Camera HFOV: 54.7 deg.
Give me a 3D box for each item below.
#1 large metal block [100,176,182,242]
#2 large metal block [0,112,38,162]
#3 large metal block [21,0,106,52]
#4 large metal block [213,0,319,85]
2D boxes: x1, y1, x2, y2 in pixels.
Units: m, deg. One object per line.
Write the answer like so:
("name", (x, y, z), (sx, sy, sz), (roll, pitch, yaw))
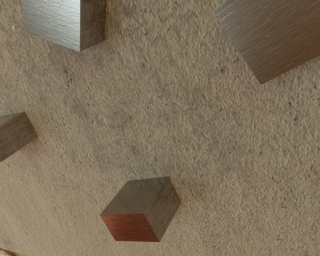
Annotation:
("large metal block", (-0.026, 0.119, 0.459), (0.080, 0.080, 0.050), (-12, 112, 33))
("large metal block", (-0.274, 0.017, 0.526), (0.080, 0.080, 0.050), (-6, 115, 31))
("large metal block", (-0.111, -0.145, 0.360), (0.080, 0.050, 0.079), (22, 127, 15))
("large metal block", (0.108, -0.098, 0.273), (0.080, 0.050, 0.080), (-28, 103, 37))
